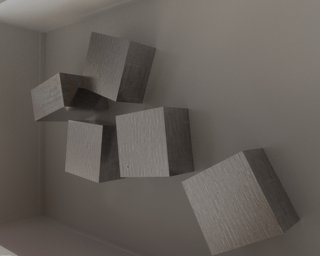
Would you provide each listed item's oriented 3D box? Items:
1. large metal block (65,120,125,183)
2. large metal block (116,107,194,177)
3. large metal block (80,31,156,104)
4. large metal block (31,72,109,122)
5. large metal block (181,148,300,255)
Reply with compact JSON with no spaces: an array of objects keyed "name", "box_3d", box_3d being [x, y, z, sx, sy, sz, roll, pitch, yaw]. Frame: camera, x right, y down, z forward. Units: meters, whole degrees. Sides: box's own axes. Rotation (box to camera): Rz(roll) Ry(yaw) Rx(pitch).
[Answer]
[{"name":"large metal block","box_3d":[-0.096,0.031,0.467,0.080,0.050,0.079,8,95,39]},{"name":"large metal block","box_3d":[-0.008,0.019,0.395,0.080,0.050,0.080,-8,85,39]},{"name":"large metal block","box_3d":[-0.061,-0.085,0.438,0.080,0.050,0.079,24,105,37]},{"name":"large metal block","box_3d":[-0.140,-0.044,0.484,0.080,0.081,0.050,-18,79,38]},{"name":"large metal block","box_3d":[0.081,0.075,0.322,0.080,0.050,0.080,-35,69,34]}]
